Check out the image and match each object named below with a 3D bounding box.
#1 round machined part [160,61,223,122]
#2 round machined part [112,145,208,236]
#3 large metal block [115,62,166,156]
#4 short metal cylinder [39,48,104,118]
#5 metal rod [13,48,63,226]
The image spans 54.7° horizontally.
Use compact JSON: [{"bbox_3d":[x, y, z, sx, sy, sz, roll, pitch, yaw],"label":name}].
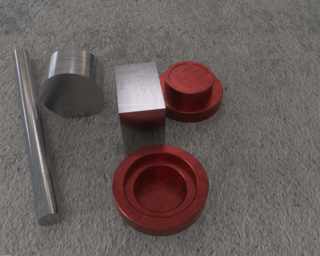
[{"bbox_3d":[0.040,-0.058,0.441,0.099,0.042,0.098,0,50,0],"label":"round machined part"},{"bbox_3d":[0.000,0.069,0.334,0.099,0.042,0.098,0,50,0],"label":"round machined part"},{"bbox_3d":[-0.025,-0.024,0.387,0.050,0.080,0.080,-7,51,-5],"label":"large metal block"},{"bbox_3d":[-0.115,-0.059,0.416,0.081,0.080,0.050,-5,50,-4],"label":"short metal cylinder"},{"bbox_3d":[-0.169,-0.011,0.411,0.025,0.025,0.300,-17,52,-14],"label":"metal rod"}]
